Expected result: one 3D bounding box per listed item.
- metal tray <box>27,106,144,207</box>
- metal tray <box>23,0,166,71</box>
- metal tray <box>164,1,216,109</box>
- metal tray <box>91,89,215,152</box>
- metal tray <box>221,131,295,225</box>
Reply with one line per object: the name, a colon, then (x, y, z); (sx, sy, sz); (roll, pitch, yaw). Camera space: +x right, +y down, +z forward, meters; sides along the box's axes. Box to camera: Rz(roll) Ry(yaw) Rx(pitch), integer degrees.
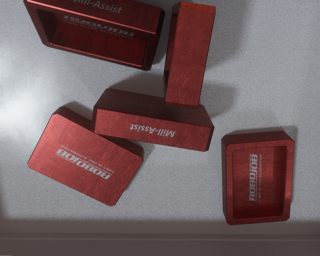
metal tray: (-0.099, 0.041, 0.422); (0.131, 0.030, 0.090); (29, 107, -11)
metal tray: (-0.066, -0.107, 0.335); (0.131, 0.090, 0.030); (13, 76, -5)
metal tray: (0.025, -0.081, 0.326); (0.030, 0.130, 0.089); (7, 110, -3)
metal tray: (-0.008, -0.013, 0.371); (0.131, 0.090, 0.030); (10, 110, -4)
metal tray: (0.136, 0.072, 0.437); (0.091, 0.030, 0.129); (-5, 110, 1)
